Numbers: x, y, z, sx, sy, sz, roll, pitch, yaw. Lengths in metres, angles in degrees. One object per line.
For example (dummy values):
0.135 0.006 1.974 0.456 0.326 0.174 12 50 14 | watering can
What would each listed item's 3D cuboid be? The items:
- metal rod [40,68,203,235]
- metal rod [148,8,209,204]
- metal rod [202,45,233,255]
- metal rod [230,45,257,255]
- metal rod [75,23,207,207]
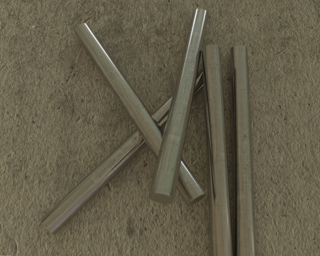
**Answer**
-0.027 0.015 0.402 0.025 0.025 0.301 42 75 14 | metal rod
0.031 -0.051 0.388 0.025 0.025 0.300 11 56 4 | metal rod
0.070 0.039 0.379 0.025 0.025 0.299 0 75 0 | metal rod
0.105 0.027 0.398 0.025 0.025 0.299 3 70 1 | metal rod
-0.037 -0.034 0.398 0.025 0.025 0.299 -30 65 -10 | metal rod
